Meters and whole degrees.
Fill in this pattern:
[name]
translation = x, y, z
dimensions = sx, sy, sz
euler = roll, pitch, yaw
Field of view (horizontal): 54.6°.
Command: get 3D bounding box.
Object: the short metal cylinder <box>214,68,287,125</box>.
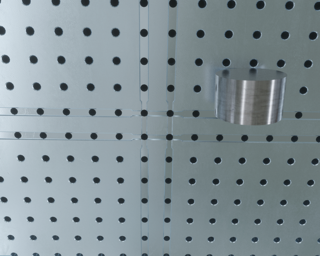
[short metal cylinder]
translation = 0.106, -0.040, 0.370
dimensions = 0.080, 0.080, 0.050
euler = -1, 110, 0
